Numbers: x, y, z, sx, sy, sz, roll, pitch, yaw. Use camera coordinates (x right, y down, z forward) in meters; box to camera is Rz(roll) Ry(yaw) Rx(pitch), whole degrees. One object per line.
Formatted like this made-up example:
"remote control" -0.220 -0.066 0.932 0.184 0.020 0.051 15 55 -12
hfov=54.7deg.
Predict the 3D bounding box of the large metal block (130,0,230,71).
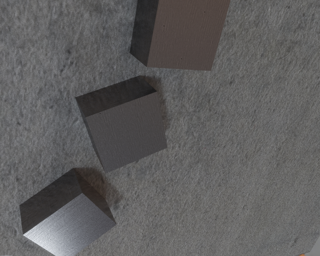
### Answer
"large metal block" 0.019 -0.110 0.335 0.081 0.050 0.079 -2 120 -28

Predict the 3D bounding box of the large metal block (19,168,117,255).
"large metal block" -0.116 0.112 0.397 0.080 0.050 0.080 -36 129 -5

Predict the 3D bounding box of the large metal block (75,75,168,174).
"large metal block" -0.043 -0.005 0.365 0.081 0.050 0.080 -22 127 -16
